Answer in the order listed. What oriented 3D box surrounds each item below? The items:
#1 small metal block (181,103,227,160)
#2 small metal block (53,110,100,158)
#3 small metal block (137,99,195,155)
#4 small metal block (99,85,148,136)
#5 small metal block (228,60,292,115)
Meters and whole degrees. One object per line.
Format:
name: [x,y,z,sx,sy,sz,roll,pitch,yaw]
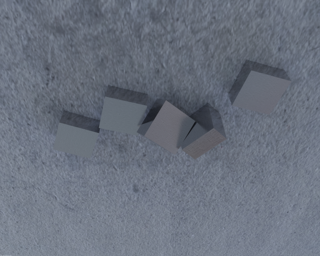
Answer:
small metal block: [0.053,0.004,0.395,0.050,0.050,0.025,-37,122,27]
small metal block: [-0.110,0.009,0.414,0.050,0.025,0.050,16,128,-14]
small metal block: [0.008,-0.002,0.389,0.050,0.025,0.050,34,84,-27]
small metal block: [-0.046,-0.021,0.389,0.050,0.025,0.050,12,129,-10]
small metal block: [0.117,-0.048,0.368,0.050,0.025,0.050,12,129,-11]
